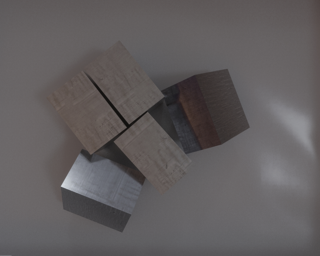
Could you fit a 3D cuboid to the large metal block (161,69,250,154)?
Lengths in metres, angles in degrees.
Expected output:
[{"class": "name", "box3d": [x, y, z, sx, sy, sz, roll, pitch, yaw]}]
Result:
[{"class": "large metal block", "box3d": [0.058, -0.022, 0.377, 0.050, 0.081, 0.080, -21, 90, 40]}]

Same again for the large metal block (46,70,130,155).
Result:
[{"class": "large metal block", "box3d": [-0.081, -0.017, 0.382, 0.050, 0.080, 0.080, -38, 90, 0]}]

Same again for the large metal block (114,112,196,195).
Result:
[{"class": "large metal block", "box3d": [-0.006, 0.028, 0.382, 0.050, 0.080, 0.080, -42, 91, 0]}]

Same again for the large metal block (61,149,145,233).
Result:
[{"class": "large metal block", "box3d": [-0.069, 0.079, 0.375, 0.080, 0.080, 0.050, 22, 55, -1]}]

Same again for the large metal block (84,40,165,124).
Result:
[{"class": "large metal block", "box3d": [-0.040, -0.051, 0.382, 0.050, 0.080, 0.080, -39, 91, 0]}]
